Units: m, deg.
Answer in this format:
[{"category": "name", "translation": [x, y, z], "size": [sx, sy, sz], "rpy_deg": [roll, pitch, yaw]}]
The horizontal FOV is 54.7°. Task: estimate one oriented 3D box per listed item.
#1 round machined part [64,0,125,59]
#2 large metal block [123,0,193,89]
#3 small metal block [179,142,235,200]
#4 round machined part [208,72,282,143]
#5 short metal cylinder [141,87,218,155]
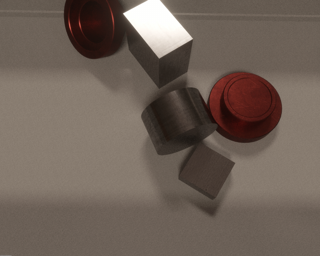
[{"category": "round machined part", "translation": [-0.086, -0.149, 0.435], "size": [0.098, 0.097, 0.042], "rpy_deg": [45, 40, 14]}, {"category": "large metal block", "translation": [-0.003, -0.113, 0.422], "size": [0.050, 0.080, 0.080], "rpy_deg": [-33, 74, -11]}, {"category": "small metal block", "translation": [0.058, 0.055, 0.390], "size": [0.050, 0.025, 0.050], "rpy_deg": [31, 73, 10]}, {"category": "round machined part", "translation": [0.114, -0.033, 0.414], "size": [0.099, 0.042, 0.098], "rpy_deg": [0, 70, -1]}, {"category": "short metal cylinder", "translation": [0.023, -0.007, 0.383], "size": [0.080, 0.080, 0.050], "rpy_deg": [-22, 72, -8]}]
